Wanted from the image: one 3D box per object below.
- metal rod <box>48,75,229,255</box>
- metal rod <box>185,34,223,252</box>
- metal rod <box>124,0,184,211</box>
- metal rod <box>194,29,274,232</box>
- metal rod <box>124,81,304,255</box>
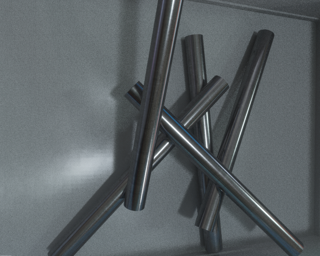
[{"bbox_3d":[-0.021,0.047,0.387,0.300,0.025,0.025,-47,105,-8],"label":"metal rod"},{"bbox_3d":[0.061,0.022,0.432,0.025,0.025,0.298,-7,92,-20],"label":"metal rod"},{"bbox_3d":[-0.004,-0.050,0.328,0.025,0.025,0.298,5,106,-20],"label":"metal rod"},{"bbox_3d":[0.108,-0.006,0.432,0.025,0.025,0.299,26,75,-18],"label":"metal rod"},{"bbox_3d":[0.073,0.057,0.383,0.300,0.025,0.025,44,76,-10],"label":"metal rod"}]
